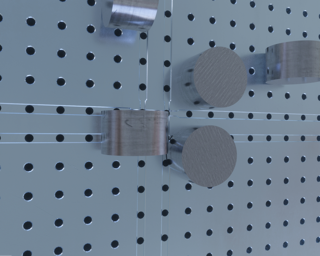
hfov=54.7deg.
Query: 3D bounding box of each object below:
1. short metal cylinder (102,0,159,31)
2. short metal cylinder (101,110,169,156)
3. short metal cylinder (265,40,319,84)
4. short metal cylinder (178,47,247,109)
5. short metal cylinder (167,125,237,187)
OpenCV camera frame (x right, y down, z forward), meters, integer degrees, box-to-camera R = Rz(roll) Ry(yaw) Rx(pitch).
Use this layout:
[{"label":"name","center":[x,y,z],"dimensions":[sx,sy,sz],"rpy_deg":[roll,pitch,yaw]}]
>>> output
[{"label":"short metal cylinder","center":[-0.037,-0.159,0.370],"dimensions":[0.050,0.080,0.079],"rpy_deg":[0,90,-20]},{"label":"short metal cylinder","center":[-0.030,0.005,0.373],"dimensions":[0.081,0.080,0.050],"rpy_deg":[0,90,-20]},{"label":"short metal cylinder","center":[0.199,-0.094,0.459],"dimensions":[0.081,0.080,0.050],"rpy_deg":[-1,91,-20]},{"label":"short metal cylinder","center":[0.071,-0.067,0.427],"dimensions":[0.081,0.050,0.079],"rpy_deg":[0,90,-21]},{"label":"short metal cylinder","center":[0.056,0.036,0.421],"dimensions":[0.081,0.050,0.079],"rpy_deg":[0,90,-21]}]
